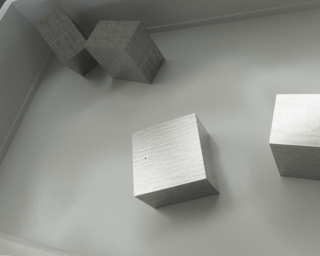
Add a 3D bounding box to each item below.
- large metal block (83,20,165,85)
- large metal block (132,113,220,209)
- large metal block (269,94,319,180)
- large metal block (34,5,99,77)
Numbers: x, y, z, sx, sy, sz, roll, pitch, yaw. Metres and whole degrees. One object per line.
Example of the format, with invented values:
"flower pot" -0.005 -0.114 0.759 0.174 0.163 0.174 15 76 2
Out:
"large metal block" -0.052 -0.114 0.468 0.080 0.080 0.050 14 69 34
"large metal block" 0.016 0.039 0.357 0.080 0.050 0.080 -18 55 18
"large metal block" 0.151 0.012 0.284 0.080 0.080 0.050 3 64 30
"large metal block" -0.146 -0.140 0.514 0.050 0.080 0.080 -38 83 3
